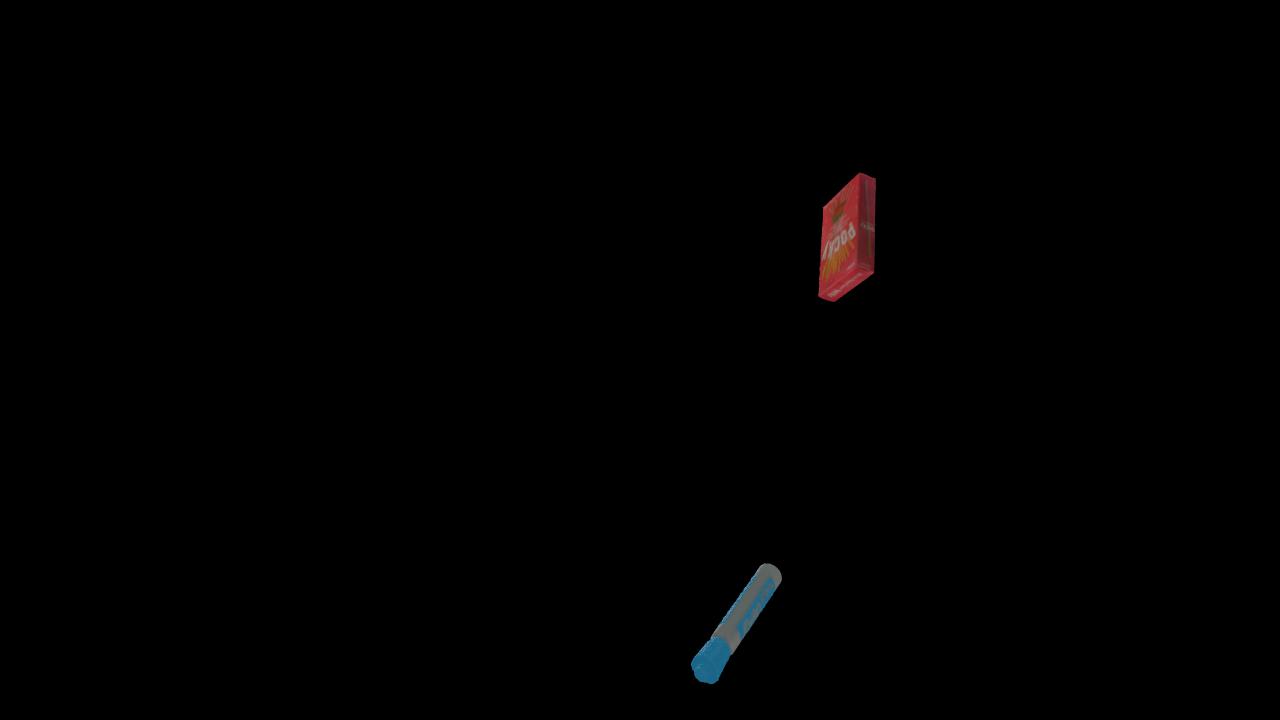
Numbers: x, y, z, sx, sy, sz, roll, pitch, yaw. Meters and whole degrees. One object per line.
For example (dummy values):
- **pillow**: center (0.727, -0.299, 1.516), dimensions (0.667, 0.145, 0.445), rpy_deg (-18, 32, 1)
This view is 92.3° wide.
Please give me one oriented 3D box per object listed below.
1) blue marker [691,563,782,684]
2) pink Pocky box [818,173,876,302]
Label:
- **blue marker**: center (0.068, 0.176, 0.418), dimensions (0.020, 0.020, 0.121), rpy_deg (0, 13, 33)
- **pink Pocky box**: center (0.273, -0.161, 0.811), dimensions (0.029, 0.155, 0.084), rpy_deg (17, -26, -13)
